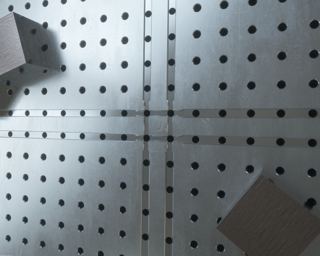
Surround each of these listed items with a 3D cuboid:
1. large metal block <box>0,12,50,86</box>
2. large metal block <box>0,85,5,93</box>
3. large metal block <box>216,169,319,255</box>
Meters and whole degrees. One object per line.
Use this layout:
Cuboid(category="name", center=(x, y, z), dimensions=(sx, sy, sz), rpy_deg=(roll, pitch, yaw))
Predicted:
Cuboid(category="large metal block", center=(-0.229, -0.119, 0.481), dimensions=(0.080, 0.050, 0.080), rpy_deg=(-18, 84, 19))
Cuboid(category="large metal block", center=(-0.318, -0.071, 0.513), dimensions=(0.080, 0.050, 0.080), rpy_deg=(43, 103, 15))
Cuboid(category="large metal block", center=(0.125, 0.106, 0.355), dimensions=(0.080, 0.050, 0.080), rpy_deg=(39, 102, 16))
